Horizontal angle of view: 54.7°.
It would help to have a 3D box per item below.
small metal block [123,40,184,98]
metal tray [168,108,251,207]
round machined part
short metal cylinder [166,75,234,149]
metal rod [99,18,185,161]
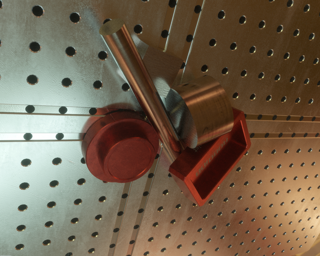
[{"bbox_3d":[-0.008,-0.069,0.366,0.050,0.025,0.050,14,111,-34],"label":"small metal block"},{"bbox_3d":[0.078,0.041,0.450,0.130,0.030,0.090,-47,139,-16],"label":"metal tray"},{"bbox_3d":[-0.045,0.031,0.395,0.099,0.042,0.097,-14,125,-21],"label":"round machined part"},{"bbox_3d":[0.048,-0.021,0.391,0.050,0.080,0.080,-23,127,-15],"label":"short metal cylinder"},{"bbox_3d":[0.004,-0.002,0.392,0.025,0.025,0.299,-35,137,-6],"label":"metal rod"}]
